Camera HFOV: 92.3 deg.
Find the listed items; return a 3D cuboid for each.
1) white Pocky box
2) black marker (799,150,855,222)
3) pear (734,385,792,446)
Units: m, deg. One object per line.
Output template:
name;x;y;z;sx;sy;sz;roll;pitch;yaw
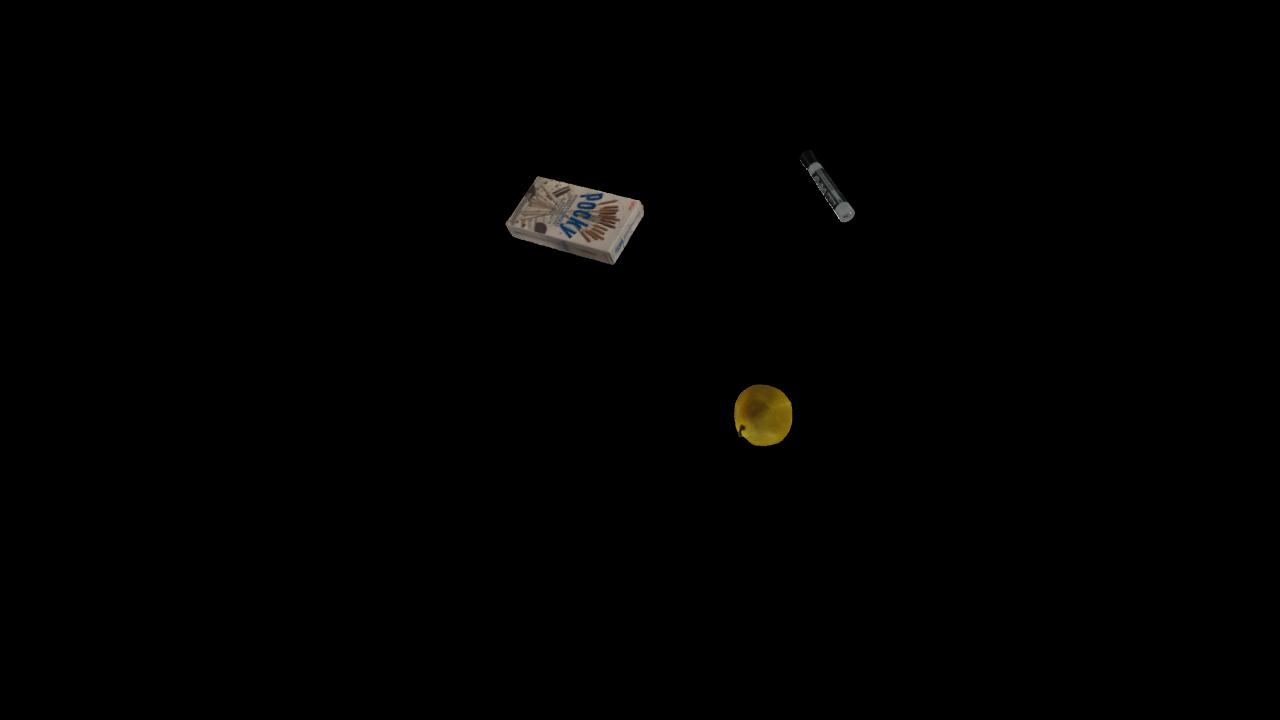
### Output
white Pocky box;-0.081;-0.172;0.750;0.154;0.084;0.028;19;-22;23
black marker;0.225;-0.214;0.747;0.020;0.121;0.020;-13;-34;-9
pear;0.144;0.071;0.775;0.080;0.080;0.111;0;-1;37
